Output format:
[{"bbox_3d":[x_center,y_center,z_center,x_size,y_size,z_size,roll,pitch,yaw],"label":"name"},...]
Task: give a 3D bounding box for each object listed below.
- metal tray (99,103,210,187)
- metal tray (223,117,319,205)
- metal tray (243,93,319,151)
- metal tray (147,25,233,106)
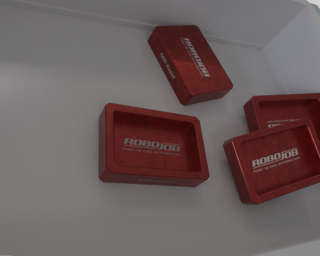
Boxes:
[{"bbox_3d":[-0.008,0.023,0.383,0.131,0.030,0.090,8,58,-24],"label":"metal tray"},{"bbox_3d":[0.163,0.044,0.429,0.131,0.030,0.090,-14,80,-17],"label":"metal tray"},{"bbox_3d":[0.206,-0.007,0.489,0.131,0.030,0.090,-4,71,-15],"label":"metal tray"},{"bbox_3d":[0.048,-0.103,0.491,0.091,0.030,0.130,-14,69,-34],"label":"metal tray"}]
